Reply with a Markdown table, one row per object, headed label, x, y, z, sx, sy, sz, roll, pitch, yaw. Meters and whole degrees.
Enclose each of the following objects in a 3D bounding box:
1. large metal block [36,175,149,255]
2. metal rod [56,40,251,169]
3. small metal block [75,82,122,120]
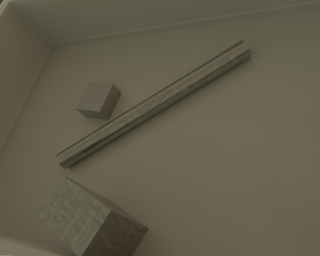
| label | x | y | z | sx | sy | sz | roll | pitch | yaw |
| --- | --- | --- | --- | --- | --- | --- | --- | --- | --- |
| large metal block | -0.073 | 0.104 | 0.343 | 0.080 | 0.080 | 0.050 | 24 | 75 | 36 |
| metal rod | -0.014 | -0.029 | 0.429 | 0.300 | 0.025 | 0.025 | -31 | 52 | 7 |
| small metal block | -0.095 | -0.042 | 0.480 | 0.050 | 0.025 | 0.050 | 8 | 65 | 31 |
